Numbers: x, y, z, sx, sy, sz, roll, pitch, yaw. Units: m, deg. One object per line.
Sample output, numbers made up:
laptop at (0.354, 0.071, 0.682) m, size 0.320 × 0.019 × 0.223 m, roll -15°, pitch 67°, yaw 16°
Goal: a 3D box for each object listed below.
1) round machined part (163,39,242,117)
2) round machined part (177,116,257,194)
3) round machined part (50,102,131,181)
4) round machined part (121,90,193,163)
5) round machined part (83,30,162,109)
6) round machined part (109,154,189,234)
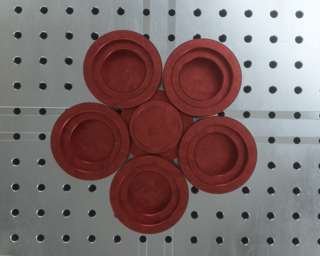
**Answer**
round machined part at (0.053, -0.063, 0.405) m, size 0.099 × 0.042 × 0.097 m, roll 0°, pitch 90°, yaw 0°
round machined part at (0.072, 0.033, 0.405) m, size 0.099 × 0.042 × 0.097 m, roll 0°, pitch 90°, yaw 0°
round machined part at (-0.086, 0.016, 0.404) m, size 0.099 × 0.042 × 0.097 m, roll 0°, pitch 90°, yaw 0°
round machined part at (-0.005, -0.001, 0.404) m, size 0.099 × 0.042 × 0.097 m, roll 0°, pitch 90°, yaw 0°
round machined part at (-0.046, -0.073, 0.404) m, size 0.099 × 0.042 × 0.097 m, roll 0°, pitch 90°, yaw 0°
round machined part at (-0.013, 0.083, 0.404) m, size 0.099 × 0.042 × 0.097 m, roll 0°, pitch 90°, yaw 0°
